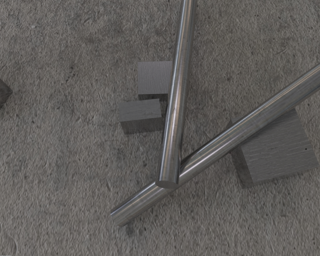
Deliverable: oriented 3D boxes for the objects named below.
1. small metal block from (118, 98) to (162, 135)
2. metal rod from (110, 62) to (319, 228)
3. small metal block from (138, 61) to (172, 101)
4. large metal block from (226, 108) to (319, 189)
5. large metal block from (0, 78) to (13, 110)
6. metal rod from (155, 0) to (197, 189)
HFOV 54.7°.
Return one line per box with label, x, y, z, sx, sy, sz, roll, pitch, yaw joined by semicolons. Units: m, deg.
small metal block;-0.025;-0.014;0.400;0.050;0.050;0.025;-7;70;-3
metal rod;0.070;0.020;0.355;0.300;0.025;0.025;-36;74;5
small metal block;-0.005;-0.065;0.432;0.050;0.025;0.050;-2;70;-1
large metal block;0.134;0.025;0.387;0.081;0.050;0.080;-13;71;-5
large metal block;-0.255;-0.059;0.399;0.080;0.080;0.050;22;72;8
metal rod;0.026;-0.068;0.406;0.025;0.025;0.300;7;60;2
